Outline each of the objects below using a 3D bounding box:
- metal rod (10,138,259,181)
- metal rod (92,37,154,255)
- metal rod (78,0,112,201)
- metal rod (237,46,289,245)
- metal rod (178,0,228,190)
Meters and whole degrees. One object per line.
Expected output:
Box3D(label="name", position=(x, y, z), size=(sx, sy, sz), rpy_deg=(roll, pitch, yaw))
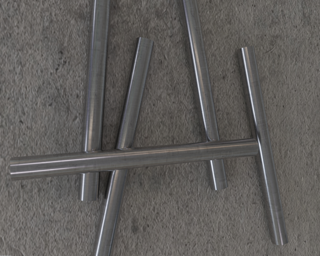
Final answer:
Box3D(label="metal rod", position=(-0.013, 0.035, 0.376), size=(0.303, 0.025, 0.025), rpy_deg=(-3, 91, -20))
Box3D(label="metal rod", position=(-0.048, 0.034, 0.391), size=(0.025, 0.025, 0.298), rpy_deg=(12, 86, -20))
Box3D(label="metal rod", position=(-0.078, -0.063, 0.379), size=(0.025, 0.025, 0.298), rpy_deg=(4, 89, -20))
Box3D(label="metal rod", position=(0.155, 0.029, 0.465), size=(0.025, 0.025, 0.298), rpy_deg=(-13, 95, -20))
Box3D(label="metal rod", position=(0.058, -0.062, 0.429), size=(0.025, 0.025, 0.298), rpy_deg=(-12, 94, -20))
